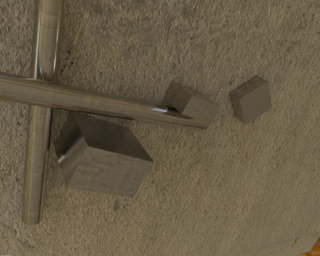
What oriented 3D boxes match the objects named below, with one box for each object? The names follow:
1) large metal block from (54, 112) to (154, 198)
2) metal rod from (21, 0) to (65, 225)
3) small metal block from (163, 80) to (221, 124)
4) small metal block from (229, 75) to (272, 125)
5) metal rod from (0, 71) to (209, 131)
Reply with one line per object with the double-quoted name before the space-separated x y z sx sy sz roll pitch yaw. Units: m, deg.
"large metal block" -0.066 0.029 0.354 0.081 0.080 0.050 19 108 -36
"metal rod" -0.126 -0.018 0.327 0.025 0.025 0.298 0 118 -29
"small metal block" 0.040 -0.033 0.394 0.050 0.050 0.025 17 110 -35
"small metal block" 0.134 -0.041 0.457 0.050 0.025 0.050 -32 129 -8
"metal rod" -0.054 -0.024 0.340 0.302 0.025 0.025 8 115 -40
